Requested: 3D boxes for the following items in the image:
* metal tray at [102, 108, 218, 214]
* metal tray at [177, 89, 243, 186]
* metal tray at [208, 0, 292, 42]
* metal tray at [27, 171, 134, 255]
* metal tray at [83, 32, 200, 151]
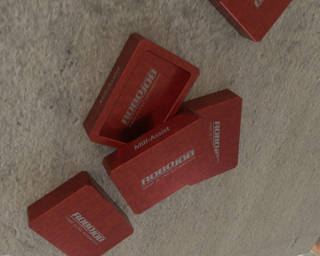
[{"bbox_3d":[0.005,0.044,0.395,0.131,0.030,0.090,-31,129,-9],"label":"metal tray"},{"bbox_3d":[0.072,0.016,0.455,0.091,0.030,0.129,-18,126,-18],"label":"metal tray"},{"bbox_3d":[0.125,-0.180,0.363,0.090,0.030,0.130,30,102,-38],"label":"metal tray"},{"bbox_3d":[-0.104,0.129,0.428,0.090,0.030,0.130,-34,129,-6],"label":"metal tray"},{"bbox_3d":[-0.022,-0.034,0.371,0.091,0.030,0.129,20,108,-36],"label":"metal tray"}]
